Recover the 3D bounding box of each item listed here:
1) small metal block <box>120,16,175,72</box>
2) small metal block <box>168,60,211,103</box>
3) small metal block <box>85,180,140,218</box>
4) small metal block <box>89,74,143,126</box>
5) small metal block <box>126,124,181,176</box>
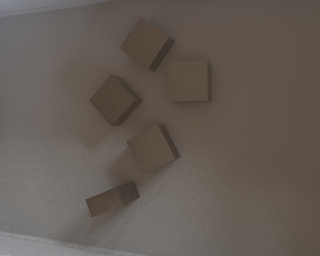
[{"bbox_3d":[-0.017,-0.112,0.416,0.050,0.025,0.050,39,102,15],"label":"small metal block"},{"bbox_3d":[0.039,-0.058,0.397,0.050,0.025,0.050,-1,90,20],"label":"small metal block"},{"bbox_3d":[-0.063,0.095,0.419,0.050,0.050,0.025,-24,82,18],"label":"small metal block"},{"bbox_3d":[-0.062,-0.038,0.432,0.050,0.025,0.050,-46,76,14],"label":"small metal block"},{"bbox_3d":[-0.009,0.028,0.413,0.050,0.025,0.050,-30,80,17],"label":"small metal block"}]
